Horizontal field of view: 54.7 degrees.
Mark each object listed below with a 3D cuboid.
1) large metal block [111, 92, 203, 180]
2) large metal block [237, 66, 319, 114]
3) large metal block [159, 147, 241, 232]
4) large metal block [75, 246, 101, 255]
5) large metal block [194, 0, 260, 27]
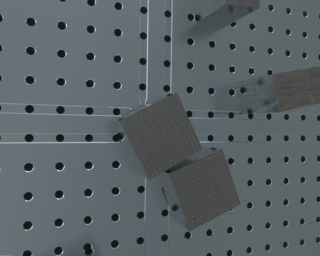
[{"bbox_3d":[-0.005,0.009,0.399,0.081,0.050,0.080,-28,100,-18],"label":"large metal block"},{"bbox_3d":[0.172,-0.053,0.449,0.081,0.080,0.050,-12,94,-20],"label":"large metal block"},{"bbox_3d":[0.051,0.079,0.420,0.081,0.050,0.080,-22,98,-19],"label":"large metal block"},{"bbox_3d":[-0.098,0.202,0.364,0.081,0.050,0.080,-18,96,-19],"label":"large metal block"},{"bbox_3d":[0.087,-0.190,0.416,0.050,0.080,0.079,-3,91,-20],"label":"large metal block"}]
